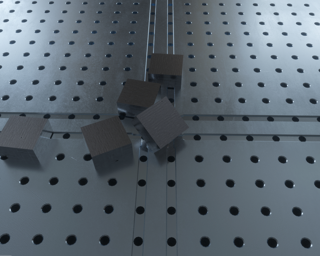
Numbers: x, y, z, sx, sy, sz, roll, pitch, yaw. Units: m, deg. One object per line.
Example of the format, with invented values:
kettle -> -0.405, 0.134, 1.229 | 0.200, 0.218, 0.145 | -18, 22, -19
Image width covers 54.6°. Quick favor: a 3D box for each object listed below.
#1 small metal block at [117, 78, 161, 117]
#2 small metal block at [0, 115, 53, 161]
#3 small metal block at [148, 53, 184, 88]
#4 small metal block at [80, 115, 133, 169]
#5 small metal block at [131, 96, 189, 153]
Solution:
small metal block -> -0.029, -0.041, 0.443 | 0.050, 0.025, 0.050 | 10, 51, 8
small metal block -> -0.173, 0.012, 0.397 | 0.050, 0.025, 0.050 | 6, 50, 5
small metal block -> 0.010, -0.090, 0.484 | 0.050, 0.025, 0.050 | 4, 50, 3
small metal block -> -0.067, 0.017, 0.394 | 0.050, 0.025, 0.050 | -19, 53, -16
small metal block -> 0.000, -0.004, 0.397 | 0.050, 0.025, 0.050 | -36, 89, -26
